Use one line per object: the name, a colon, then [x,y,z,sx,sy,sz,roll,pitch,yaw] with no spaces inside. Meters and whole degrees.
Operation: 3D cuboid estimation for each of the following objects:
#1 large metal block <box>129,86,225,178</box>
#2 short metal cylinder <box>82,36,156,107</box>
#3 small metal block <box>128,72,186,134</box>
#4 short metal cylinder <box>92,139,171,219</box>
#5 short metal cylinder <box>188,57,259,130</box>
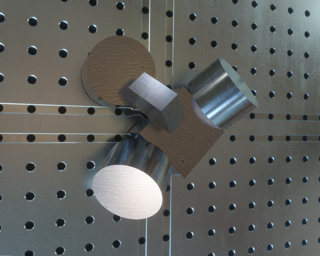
large metal block: [0.021,0.005,0.401,0.080,0.050,0.080,46,76,-14]
short metal cylinder: [-0.052,-0.066,0.377,0.081,0.050,0.079,0,90,-20]
small metal block: [-0.002,-0.027,0.342,0.050,0.050,0.025,37,76,28]
short metal cylinder: [-0.031,0.060,0.362,0.080,0.050,0.079,7,122,11]
short metal cylinder: [0.082,-0.045,0.402,0.050,0.080,0.080,-38,106,24]
